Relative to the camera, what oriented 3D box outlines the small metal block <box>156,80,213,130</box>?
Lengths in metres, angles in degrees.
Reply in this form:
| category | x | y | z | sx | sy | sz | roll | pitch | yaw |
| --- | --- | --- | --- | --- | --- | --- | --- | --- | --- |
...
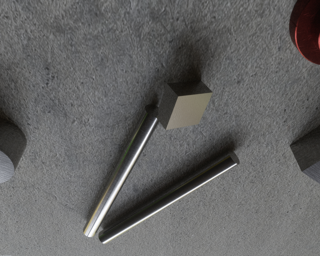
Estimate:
| category | x | y | z | sx | sy | sz | roll | pitch | yaw |
| --- | --- | --- | --- | --- | --- | --- | --- | --- | --- |
| small metal block | 0.028 | -0.028 | 0.370 | 0.050 | 0.025 | 0.050 | -10 | 137 | -32 |

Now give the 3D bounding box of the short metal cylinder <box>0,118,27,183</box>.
| category | x | y | z | sx | sy | sz | roll | pitch | yaw |
| --- | --- | --- | --- | --- | --- | --- | --- | --- | --- |
| short metal cylinder | -0.228 | 0.030 | 0.413 | 0.081 | 0.050 | 0.079 | 0 | 130 | 0 |

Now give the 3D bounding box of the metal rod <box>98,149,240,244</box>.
| category | x | y | z | sx | sy | sz | roll | pitch | yaw |
| --- | --- | --- | --- | --- | --- | --- | --- | --- | --- |
| metal rod | 0.001 | 0.123 | 0.511 | 0.025 | 0.025 | 0.299 | 37 | 121 | -27 |

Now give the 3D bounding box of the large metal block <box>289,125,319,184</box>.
| category | x | y | z | sx | sy | sz | roll | pitch | yaw |
| --- | --- | --- | --- | --- | --- | --- | --- | --- | --- |
| large metal block | 0.244 | 0.037 | 0.426 | 0.080 | 0.050 | 0.080 | 31 | 123 | -24 |

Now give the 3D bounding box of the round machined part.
| category | x | y | z | sx | sy | sz | roll | pitch | yaw |
| --- | --- | --- | --- | --- | --- | --- | --- | --- | --- |
| round machined part | 0.186 | -0.105 | 0.310 | 0.099 | 0.042 | 0.097 | -1 | 130 | 0 |

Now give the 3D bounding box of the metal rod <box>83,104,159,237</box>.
| category | x | y | z | sx | sy | sz | roll | pitch | yaw |
| --- | --- | --- | --- | --- | --- | --- | --- | --- | --- |
| metal rod | -0.067 | 0.083 | 0.476 | 0.025 | 0.025 | 0.298 | 18 | 128 | -16 |
